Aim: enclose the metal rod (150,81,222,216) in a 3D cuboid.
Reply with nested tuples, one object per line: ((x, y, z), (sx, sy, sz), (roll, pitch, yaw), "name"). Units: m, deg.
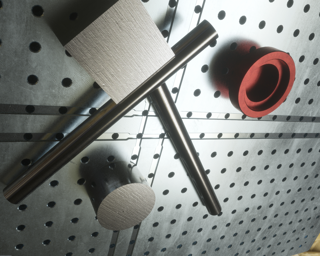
((0.045, 0.044, 0.464), (0.025, 0.025, 0.299), (-33, 129, -7), "metal rod")

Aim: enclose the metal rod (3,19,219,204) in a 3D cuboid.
((-0.059, -0.015, 0.353), (0.300, 0.025, 0.025), (-39, 130, 5), "metal rod")

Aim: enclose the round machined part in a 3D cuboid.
((0.137, -0.067, 0.436), (0.099, 0.042, 0.097), (-14, 125, -21), "round machined part")

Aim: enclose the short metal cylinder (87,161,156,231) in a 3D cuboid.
((-0.053, 0.092, 0.425), (0.081, 0.050, 0.079), (-14, 125, -21), "short metal cylinder")

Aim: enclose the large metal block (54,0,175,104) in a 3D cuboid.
((-0.045, -0.086, 0.318), (0.080, 0.050, 0.080), (-41, 130, -1), "large metal block")
